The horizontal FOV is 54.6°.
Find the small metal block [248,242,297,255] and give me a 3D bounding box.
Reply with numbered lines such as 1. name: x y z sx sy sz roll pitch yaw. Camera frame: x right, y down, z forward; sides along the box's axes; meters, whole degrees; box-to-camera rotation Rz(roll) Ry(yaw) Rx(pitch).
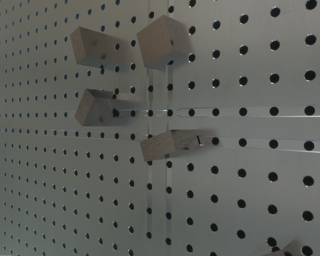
1. small metal block: 0.118 0.150 0.313 0.050 0.025 0.050 -36 68 34

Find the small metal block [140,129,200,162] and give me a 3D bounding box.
1. small metal block: 0.013 0.021 0.384 0.050 0.050 0.025 -23 76 38

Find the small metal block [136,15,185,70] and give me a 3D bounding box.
1. small metal block: 0.000 -0.112 0.410 0.050 0.025 0.050 -22 76 38

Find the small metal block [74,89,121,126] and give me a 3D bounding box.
1. small metal block: -0.095 -0.030 0.473 0.025 0.050 0.050 43 116 32

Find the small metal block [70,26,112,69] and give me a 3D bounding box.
1. small metal block: -0.107 -0.124 0.483 0.025 0.050 0.050 -25 74 37
